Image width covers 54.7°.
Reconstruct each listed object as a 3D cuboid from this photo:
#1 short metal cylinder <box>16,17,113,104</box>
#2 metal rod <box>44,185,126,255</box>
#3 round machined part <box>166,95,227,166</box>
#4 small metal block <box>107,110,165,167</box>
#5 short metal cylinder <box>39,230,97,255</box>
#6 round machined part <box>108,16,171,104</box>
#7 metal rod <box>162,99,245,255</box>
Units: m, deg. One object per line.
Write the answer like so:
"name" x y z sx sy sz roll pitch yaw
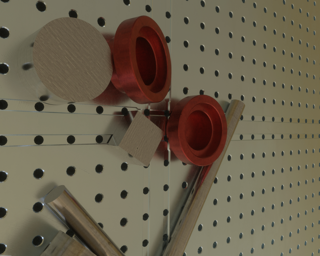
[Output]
"short metal cylinder" -0.095 -0.065 0.313 0.081 0.050 0.080 0 90 -40
"metal rod" -0.036 0.183 0.379 0.025 0.025 0.299 -47 118 -30
"round machined part" 0.048 0.003 0.438 0.099 0.042 0.097 0 90 -40
"small metal block" -0.029 0.013 0.385 0.050 0.025 0.050 40 66 -33
"short metal cylinder" -0.083 0.145 0.304 0.080 0.080 0.050 52 60 -28
"round machined part" -0.026 -0.076 0.361 0.098 0.042 0.097 14 74 -62
"metal rod" 0.065 0.084 0.463 0.025 0.025 0.300 42 65 -32
